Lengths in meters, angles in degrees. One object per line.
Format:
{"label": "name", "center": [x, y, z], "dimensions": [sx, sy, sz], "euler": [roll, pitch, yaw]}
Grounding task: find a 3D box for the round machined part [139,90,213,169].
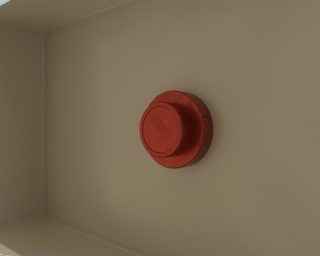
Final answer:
{"label": "round machined part", "center": [0.013, 0.002, 0.386], "dimensions": [0.098, 0.042, 0.097], "euler": [0, 90, 40]}
